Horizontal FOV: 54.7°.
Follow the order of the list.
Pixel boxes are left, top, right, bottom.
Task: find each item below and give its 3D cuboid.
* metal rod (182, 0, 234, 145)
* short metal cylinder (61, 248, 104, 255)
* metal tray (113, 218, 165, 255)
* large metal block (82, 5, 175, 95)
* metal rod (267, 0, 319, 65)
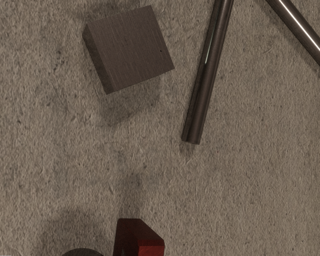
[{"bbox_3d":[0.078,-0.124,0.439,0.025,0.025,0.299,16,85,-20],"label":"metal rod"},{"bbox_3d":[-0.094,0.184,0.347,0.080,0.050,0.079,0,89,4],"label":"short metal cylinder"},{"bbox_3d":[-0.032,0.182,0.363,0.030,0.090,0.129,8,87,-22],"label":"metal tray"},{"bbox_3d":[-0.040,-0.094,0.382,0.081,0.050,0.080,-24,98,-19],"label":"large metal block"},{"bbox_3d":[0.239,-0.146,0.499,0.300,0.025,0.025,42,77,-16],"label":"metal rod"}]
